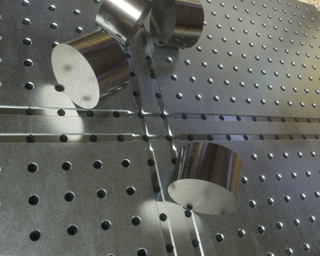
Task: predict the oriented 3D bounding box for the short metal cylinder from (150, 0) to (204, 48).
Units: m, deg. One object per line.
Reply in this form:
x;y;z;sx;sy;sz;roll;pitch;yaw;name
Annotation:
0.025;-0.169;0.492;0.050;0.080;0.080;-4;64;-31;short metal cylinder

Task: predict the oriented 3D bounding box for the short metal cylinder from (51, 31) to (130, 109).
-0.083;-0.070;0.372;0.080;0.080;0.050;47;51;4;short metal cylinder

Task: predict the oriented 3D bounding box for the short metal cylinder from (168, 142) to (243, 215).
0.055;0.061;0.367;0.080;0.080;0.050;28;52;-11;short metal cylinder

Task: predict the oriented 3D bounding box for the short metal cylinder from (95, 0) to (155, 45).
-0.050;-0.168;0.450;0.050;0.080;0.080;34;51;-7;short metal cylinder
